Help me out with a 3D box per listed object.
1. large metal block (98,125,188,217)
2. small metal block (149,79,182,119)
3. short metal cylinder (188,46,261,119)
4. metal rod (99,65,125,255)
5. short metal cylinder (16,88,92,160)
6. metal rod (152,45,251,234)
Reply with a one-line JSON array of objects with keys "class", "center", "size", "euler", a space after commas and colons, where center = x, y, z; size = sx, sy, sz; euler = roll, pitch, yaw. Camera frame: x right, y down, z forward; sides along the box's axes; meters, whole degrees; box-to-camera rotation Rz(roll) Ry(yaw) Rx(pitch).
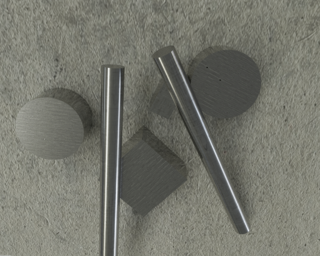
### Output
[{"class": "large metal block", "center": [-0.022, 0.058, 0.418], "size": [0.080, 0.050, 0.080], "euler": [-43, 105, 14]}, {"class": "small metal block", "center": [0.010, -0.045, 0.380], "size": [0.025, 0.050, 0.050], "euler": [26, 108, -9]}, {"class": "short metal cylinder", "center": [0.075, -0.057, 0.376], "size": [0.081, 0.050, 0.079], "euler": [0, 110, 0]}, {"class": "metal rod", "center": [-0.062, 0.073, 0.382], "size": [0.025, 0.025, 0.298], "euler": [4, 110, -2]}, {"class": "short metal cylinder", "center": [-0.131, -0.007, 0.393], "size": [0.081, 0.050, 0.079], "euler": [0, 110, 0]}, {"class": "metal rod", "center": [0.064, 0.036, 0.391], "size": [0.025, 0.025, 0.299], "euler": [-23, 121, 8]}]
